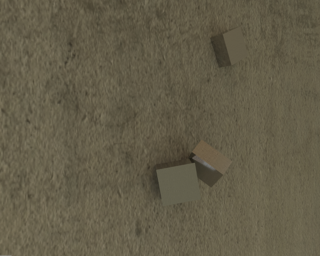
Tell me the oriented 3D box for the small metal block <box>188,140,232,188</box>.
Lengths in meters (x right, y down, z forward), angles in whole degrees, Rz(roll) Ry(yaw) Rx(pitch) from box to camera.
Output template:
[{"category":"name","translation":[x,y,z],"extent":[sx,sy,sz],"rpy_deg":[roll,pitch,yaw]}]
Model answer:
[{"category":"small metal block","translation":[0.065,0.051,0.432],"extent":[0.050,0.050,0.025],"rpy_deg":[36,60,10]}]

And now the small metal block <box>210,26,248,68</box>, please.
[{"category":"small metal block","translation":[0.113,-0.131,0.502],"extent":[0.050,0.025,0.050],"rpy_deg":[-33,111,-35]}]

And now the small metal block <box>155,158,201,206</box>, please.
[{"category":"small metal block","translation":[0.024,0.071,0.410],"extent":[0.050,0.025,0.050],"rpy_deg":[-10,99,-2]}]
